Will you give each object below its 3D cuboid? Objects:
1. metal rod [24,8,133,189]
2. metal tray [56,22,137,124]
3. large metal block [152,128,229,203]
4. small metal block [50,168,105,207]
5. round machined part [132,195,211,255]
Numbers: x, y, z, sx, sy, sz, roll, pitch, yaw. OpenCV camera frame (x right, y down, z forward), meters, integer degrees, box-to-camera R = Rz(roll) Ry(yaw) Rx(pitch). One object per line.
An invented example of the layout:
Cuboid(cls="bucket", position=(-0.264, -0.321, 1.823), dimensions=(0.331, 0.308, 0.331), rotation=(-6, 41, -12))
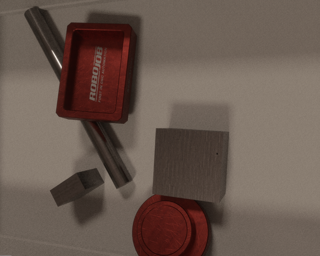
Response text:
Cuboid(cls="metal rod", position=(-0.123, -0.049, 0.452), dimensions=(0.025, 0.025, 0.299), rotation=(-33, 80, 17))
Cuboid(cls="metal tray", position=(-0.085, -0.074, 0.420), dimensions=(0.090, 0.030, 0.129), rotation=(5, 84, 9))
Cuboid(cls="large metal block", position=(0.039, 0.042, 0.383), dimensions=(0.080, 0.050, 0.079), rotation=(4, 91, 19))
Cuboid(cls="small metal block", position=(-0.116, 0.083, 0.437), dimensions=(0.050, 0.050, 0.025), rotation=(-33, 80, 17))
Cuboid(cls="round machined part", position=(0.011, 0.126, 0.381), dimensions=(0.098, 0.042, 0.098), rotation=(-7, 68, 17))
